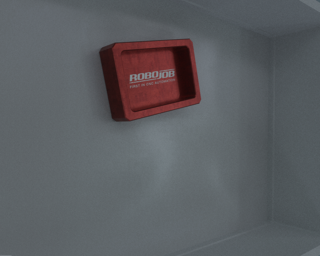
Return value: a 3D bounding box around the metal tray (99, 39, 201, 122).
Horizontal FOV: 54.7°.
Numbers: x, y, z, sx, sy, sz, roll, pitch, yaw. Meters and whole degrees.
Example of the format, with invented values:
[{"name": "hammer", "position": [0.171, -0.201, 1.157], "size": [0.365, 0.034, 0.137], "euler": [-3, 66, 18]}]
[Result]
[{"name": "metal tray", "position": [-0.007, -0.065, 0.399], "size": [0.131, 0.030, 0.089], "euler": [-16, 101, -39]}]
